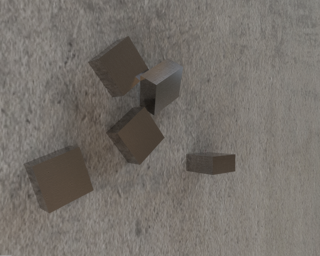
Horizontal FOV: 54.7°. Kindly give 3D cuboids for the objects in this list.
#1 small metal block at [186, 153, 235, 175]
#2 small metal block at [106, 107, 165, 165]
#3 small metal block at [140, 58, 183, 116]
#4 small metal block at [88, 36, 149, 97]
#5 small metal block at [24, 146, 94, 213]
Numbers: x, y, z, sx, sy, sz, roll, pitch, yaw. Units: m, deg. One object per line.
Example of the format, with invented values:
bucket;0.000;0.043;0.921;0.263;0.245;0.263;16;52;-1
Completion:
small metal block;0.074;0.051;0.454;0.050;0.050;0.025;-1;91;-40
small metal block;-0.029;0.009;0.382;0.050;0.025;0.050;-47;119;-30
small metal block;0.001;-0.052;0.391;0.050;0.025;0.050;-39;151;-33
small metal block;-0.047;-0.072;0.367;0.050;0.025;0.050;-48;119;-30
small metal block;-0.103;0.051;0.320;0.050;0.025;0.050;-24;106;-38
